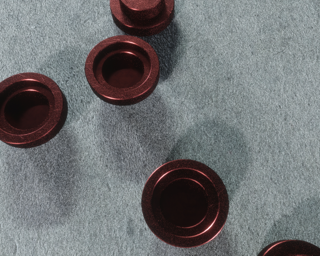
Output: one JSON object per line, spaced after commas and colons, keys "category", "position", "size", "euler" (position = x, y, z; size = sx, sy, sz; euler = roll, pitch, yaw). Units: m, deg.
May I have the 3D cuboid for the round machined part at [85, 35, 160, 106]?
{"category": "round machined part", "position": [-0.049, -0.075, 0.426], "size": [0.099, 0.042, 0.098], "euler": [0, 70, 0]}

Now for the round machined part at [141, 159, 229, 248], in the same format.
{"category": "round machined part", "position": [0.028, 0.089, 0.366], "size": [0.099, 0.042, 0.098], "euler": [0, 70, 0]}

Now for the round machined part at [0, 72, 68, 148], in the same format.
{"category": "round machined part", "position": [-0.170, -0.020, 0.405], "size": [0.099, 0.042, 0.098], "euler": [0, 70, 0]}

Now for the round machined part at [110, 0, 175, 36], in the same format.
{"category": "round machined part", "position": [-0.027, -0.192, 0.469], "size": [0.099, 0.042, 0.098], "euler": [0, 70, 0]}

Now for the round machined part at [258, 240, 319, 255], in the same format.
{"category": "round machined part", "position": [0.153, 0.173, 0.337], "size": [0.099, 0.042, 0.098], "euler": [0, 70, 0]}
